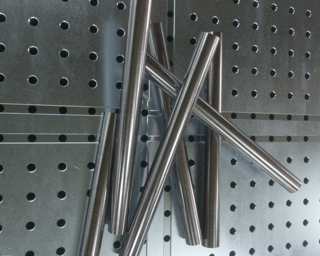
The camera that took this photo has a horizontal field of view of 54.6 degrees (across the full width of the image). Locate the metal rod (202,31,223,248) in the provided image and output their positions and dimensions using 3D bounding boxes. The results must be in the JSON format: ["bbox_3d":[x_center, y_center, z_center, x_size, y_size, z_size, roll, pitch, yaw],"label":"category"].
[{"bbox_3d":[0.074,0.016,0.439,0.025,0.025,0.298,1,90,-20],"label":"metal rod"}]

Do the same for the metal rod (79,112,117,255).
[{"bbox_3d":[-0.082,0.129,0.382,0.025,0.025,0.299,11,86,-20],"label":"metal rod"}]

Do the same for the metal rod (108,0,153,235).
[{"bbox_3d":[-0.036,-0.015,0.363,0.025,0.025,0.298,3,103,-20],"label":"metal rod"}]

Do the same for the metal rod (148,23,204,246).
[{"bbox_3d":[0.020,0.011,0.419,0.025,0.025,0.298,-13,94,-20],"label":"metal rod"}]

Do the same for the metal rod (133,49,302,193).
[{"bbox_3d":[0.083,-0.002,0.414,0.301,0.025,0.025,37,78,-16],"label":"metal rod"}]

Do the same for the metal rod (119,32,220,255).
[{"bbox_3d":[0.008,0.032,0.379,0.025,0.025,0.298,17,98,-19],"label":"metal rod"}]
